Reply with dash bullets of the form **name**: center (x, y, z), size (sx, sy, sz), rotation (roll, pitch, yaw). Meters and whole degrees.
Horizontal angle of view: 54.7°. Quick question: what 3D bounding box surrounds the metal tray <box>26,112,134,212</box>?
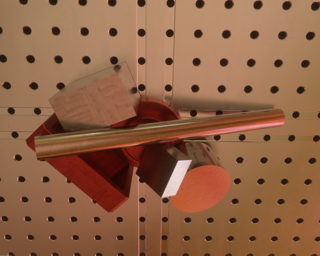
- **metal tray**: center (-0.092, 0.035, 0.389), size (0.030, 0.090, 0.130), rotation (-42, 105, 14)

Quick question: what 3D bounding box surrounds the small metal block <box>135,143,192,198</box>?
- **small metal block**: center (0.003, 0.047, 0.371), size (0.025, 0.050, 0.050), rotation (4, 115, -47)

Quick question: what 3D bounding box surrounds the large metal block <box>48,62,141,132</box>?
- **large metal block**: center (-0.072, -0.036, 0.368), size (0.080, 0.080, 0.050), rotation (-20, 109, 7)

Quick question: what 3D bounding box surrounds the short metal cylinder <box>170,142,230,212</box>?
- **short metal cylinder**: center (0.045, 0.065, 0.412), size (0.081, 0.050, 0.079), rotation (-8, 124, -13)

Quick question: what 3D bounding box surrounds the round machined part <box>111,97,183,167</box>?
- **round machined part**: center (-0.017, 0.012, 0.411), size (0.099, 0.042, 0.097), rotation (0, 110, -1)

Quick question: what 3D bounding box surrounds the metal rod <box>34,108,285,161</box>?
- **metal rod**: center (0.016, 0.003, 0.364), size (0.303, 0.025, 0.025), rotation (-7, 111, -19)
